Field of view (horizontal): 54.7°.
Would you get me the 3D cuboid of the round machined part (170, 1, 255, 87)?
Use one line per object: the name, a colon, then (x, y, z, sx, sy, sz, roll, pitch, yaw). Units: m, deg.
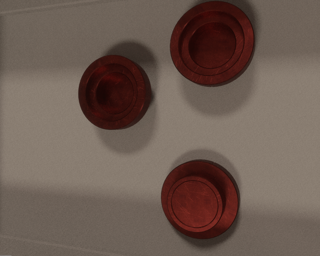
round machined part: (0.065, -0.098, 0.378, 0.098, 0.042, 0.097, 0, 90, 19)

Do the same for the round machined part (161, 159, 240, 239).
round machined part: (0.047, 0.090, 0.384, 0.098, 0.042, 0.097, 0, 90, 19)

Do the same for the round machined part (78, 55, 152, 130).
round machined part: (-0.057, -0.046, 0.420, 0.098, 0.042, 0.097, 0, 90, 19)
